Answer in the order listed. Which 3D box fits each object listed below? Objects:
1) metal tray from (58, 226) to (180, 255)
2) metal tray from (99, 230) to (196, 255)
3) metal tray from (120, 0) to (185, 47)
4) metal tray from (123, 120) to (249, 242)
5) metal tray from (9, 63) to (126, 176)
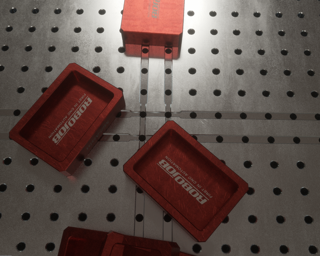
[{"bbox_3d":[-0.050,0.159,0.327,0.130,0.030,0.090,1,69,21],"label":"metal tray"},{"bbox_3d":[-0.008,0.172,0.330,0.131,0.030,0.090,20,71,-8],"label":"metal tray"},{"bbox_3d":[-0.008,-0.191,0.479,0.091,0.030,0.130,4,70,1],"label":"metal tray"},{"bbox_3d":[0.030,0.064,0.385,0.130,0.030,0.090,41,75,13],"label":"metal tray"},{"bbox_3d":[-0.119,-0.014,0.412,0.090,0.030,0.130,32,73,10],"label":"metal tray"}]
